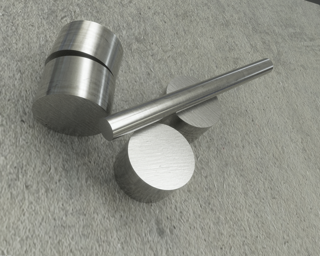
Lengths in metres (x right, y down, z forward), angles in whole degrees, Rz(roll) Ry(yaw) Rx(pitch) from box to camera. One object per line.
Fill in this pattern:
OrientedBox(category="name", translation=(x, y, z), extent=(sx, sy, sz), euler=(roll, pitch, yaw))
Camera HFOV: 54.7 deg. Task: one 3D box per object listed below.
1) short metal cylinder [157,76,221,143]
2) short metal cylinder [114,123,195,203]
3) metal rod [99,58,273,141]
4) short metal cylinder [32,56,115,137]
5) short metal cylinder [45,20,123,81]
OrientedBox(category="short metal cylinder", translation=(0.034, -0.024, 0.421), extent=(0.081, 0.050, 0.080), euler=(14, 56, -21))
OrientedBox(category="short metal cylinder", translation=(-0.007, 0.041, 0.359), extent=(0.081, 0.050, 0.080), euler=(14, 56, -21))
OrientedBox(category="metal rod", translation=(0.057, -0.048, 0.399), extent=(0.302, 0.025, 0.025), euler=(-24, 75, -37))
OrientedBox(category="short metal cylinder", translation=(-0.092, -0.032, 0.339), extent=(0.081, 0.080, 0.050), euler=(15, 56, -20))
OrientedBox(category="short metal cylinder", translation=(-0.088, -0.079, 0.369), extent=(0.080, 0.080, 0.050), euler=(20, 54, -16))
